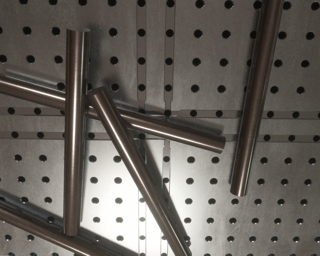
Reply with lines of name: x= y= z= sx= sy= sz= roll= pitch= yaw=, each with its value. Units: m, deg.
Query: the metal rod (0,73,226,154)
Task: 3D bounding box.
metal rod: x=-0.060 y=-0.017 z=0.406 sx=0.302 sy=0.025 sz=0.025 roll=16 pitch=109 yaw=-6

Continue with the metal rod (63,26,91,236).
metal rod: x=-0.110 y=0.024 z=0.399 sx=0.025 sy=0.025 sz=0.298 roll=8 pitch=118 yaw=-4

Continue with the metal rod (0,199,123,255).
metal rod: x=-0.170 y=0.156 z=0.468 sx=0.301 sy=0.025 sz=0.025 roll=30 pitch=107 yaw=-11

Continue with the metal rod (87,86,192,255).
metal rod: x=-0.018 y=0.080 z=0.426 sx=0.025 sy=0.025 sz=0.299 roll=-21 pitch=115 yaw=7

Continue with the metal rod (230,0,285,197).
metal rod: x=0.124 y=-0.047 z=0.397 sx=0.025 sy=0.025 sz=0.298 roll=4 pitch=110 yaw=-2
